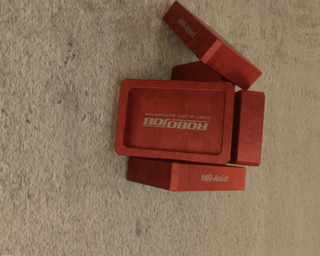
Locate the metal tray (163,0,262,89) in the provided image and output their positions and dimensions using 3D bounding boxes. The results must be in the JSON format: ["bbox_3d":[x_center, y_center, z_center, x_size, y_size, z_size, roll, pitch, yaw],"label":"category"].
[{"bbox_3d":[0.065,-0.109,0.403,0.090,0.130,0.030,22,117,-38],"label":"metal tray"}]

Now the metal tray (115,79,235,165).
[{"bbox_3d":[0.017,-0.008,0.359,0.030,0.131,0.089,21,73,-76],"label":"metal tray"}]

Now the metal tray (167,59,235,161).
[{"bbox_3d":[0.051,-0.021,0.408,0.030,0.090,0.129,10,84,-40],"label":"metal tray"}]

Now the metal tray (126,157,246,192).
[{"bbox_3d":[0.035,0.058,0.395,0.131,0.090,0.030,9,85,-40],"label":"metal tray"}]

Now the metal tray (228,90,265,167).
[{"bbox_3d":[0.099,0.003,0.427,0.030,0.130,0.089,6,86,-7],"label":"metal tray"}]
